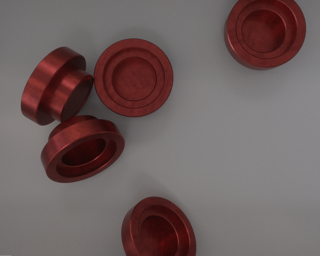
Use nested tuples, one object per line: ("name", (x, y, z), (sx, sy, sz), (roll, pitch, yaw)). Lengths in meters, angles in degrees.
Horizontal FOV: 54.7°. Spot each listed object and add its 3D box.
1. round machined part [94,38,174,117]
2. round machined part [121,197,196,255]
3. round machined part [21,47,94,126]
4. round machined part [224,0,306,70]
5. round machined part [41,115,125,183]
("round machined part", (-0.032, -0.062, 0.402), (0.099, 0.042, 0.097), (0, 90, 0))
("round machined part", (-0.006, 0.139, 0.385), (0.098, 0.098, 0.042), (45, 126, 0))
("round machined part", (-0.116, -0.044, 0.373), (0.042, 0.098, 0.098), (30, 90, 2))
("round machined part", (0.132, -0.123, 0.404), (0.099, 0.042, 0.097), (0, 90, 0))
("round machined part", (-0.097, 0.022, 0.380), (0.098, 0.098, 0.042), (-34, 62, 0))
